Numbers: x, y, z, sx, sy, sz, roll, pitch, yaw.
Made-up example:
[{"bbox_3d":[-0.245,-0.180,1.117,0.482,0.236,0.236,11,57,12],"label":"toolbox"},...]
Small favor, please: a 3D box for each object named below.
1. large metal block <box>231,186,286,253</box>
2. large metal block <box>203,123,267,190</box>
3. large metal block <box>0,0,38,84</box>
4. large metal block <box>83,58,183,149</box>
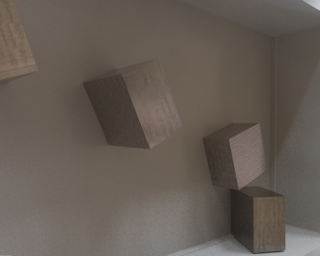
[{"bbox_3d":[0.152,0.140,0.489,0.050,0.080,0.080,0,90,-11],"label":"large metal block"},{"bbox_3d":[0.120,0.042,0.491,0.081,0.050,0.080,-22,104,-38],"label":"large metal block"},{"bbox_3d":[-0.148,-0.073,0.246,0.050,0.080,0.080,-25,106,-37],"label":"large metal block"},{"bbox_3d":[-0.031,-0.026,0.344,0.050,0.080,0.080,-32,110,-36],"label":"large metal block"}]
